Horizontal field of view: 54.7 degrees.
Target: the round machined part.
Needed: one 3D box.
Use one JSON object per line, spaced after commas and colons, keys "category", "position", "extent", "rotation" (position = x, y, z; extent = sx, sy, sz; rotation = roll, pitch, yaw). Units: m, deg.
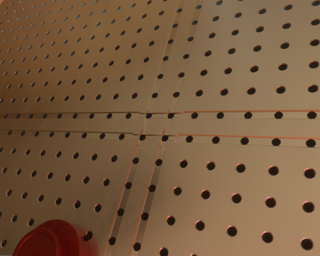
{"category": "round machined part", "position": [-0.137, 0.158, 0.370], "extent": [0.098, 0.042, 0.098], "rotation": [-13, 56, 20]}
